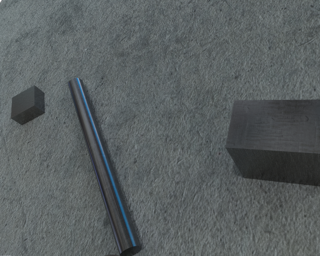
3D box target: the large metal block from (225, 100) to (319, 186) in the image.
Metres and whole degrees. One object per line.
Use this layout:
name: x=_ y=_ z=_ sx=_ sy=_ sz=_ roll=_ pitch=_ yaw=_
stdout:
large metal block: x=0.117 y=0.015 z=0.298 sx=0.080 sy=0.080 sz=0.050 roll=2 pitch=63 yaw=29

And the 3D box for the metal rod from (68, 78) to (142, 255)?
metal rod: x=-0.087 y=0.030 z=0.428 sx=0.025 sy=0.025 sz=0.300 roll=-33 pitch=52 yaw=6

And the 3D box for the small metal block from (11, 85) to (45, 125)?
small metal block: x=-0.233 y=-0.040 z=0.548 sx=0.050 sy=0.025 sz=0.050 roll=-26 pitch=53 yaw=11
